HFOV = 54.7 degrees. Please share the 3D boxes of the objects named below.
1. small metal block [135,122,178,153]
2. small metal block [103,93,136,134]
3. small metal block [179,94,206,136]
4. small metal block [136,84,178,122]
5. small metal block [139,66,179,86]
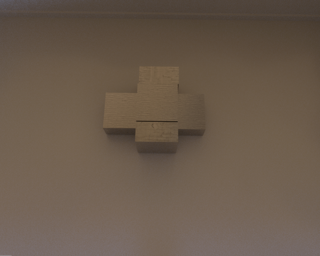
[{"bbox_3d":[-0.004,0.013,0.388,0.050,0.050,0.025,1,70,0],"label":"small metal block"},{"bbox_3d":[-0.047,-0.019,0.414,0.050,0.025,0.050,1,70,0],"label":"small metal block"},{"bbox_3d":[0.033,-0.018,0.414,0.050,0.025,0.050,1,70,0],"label":"small metal block"},{"bbox_3d":[-0.003,-0.028,0.390,0.050,0.025,0.050,1,70,0],"label":"small metal block"},{"bbox_3d":[-0.001,-0.059,0.415,0.050,0.050,0.025,1,70,0],"label":"small metal block"}]
